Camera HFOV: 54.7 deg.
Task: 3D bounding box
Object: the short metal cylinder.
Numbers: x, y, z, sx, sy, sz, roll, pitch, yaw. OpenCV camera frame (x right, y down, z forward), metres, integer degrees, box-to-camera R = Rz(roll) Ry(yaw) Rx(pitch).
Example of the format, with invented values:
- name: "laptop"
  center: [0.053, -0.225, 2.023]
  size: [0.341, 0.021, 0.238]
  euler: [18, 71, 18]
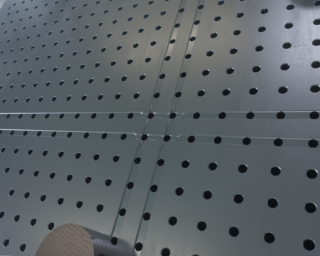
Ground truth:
- name: "short metal cylinder"
  center: [-0.093, 0.153, 0.347]
  size: [0.080, 0.050, 0.080]
  euler: [-13, 56, 21]
